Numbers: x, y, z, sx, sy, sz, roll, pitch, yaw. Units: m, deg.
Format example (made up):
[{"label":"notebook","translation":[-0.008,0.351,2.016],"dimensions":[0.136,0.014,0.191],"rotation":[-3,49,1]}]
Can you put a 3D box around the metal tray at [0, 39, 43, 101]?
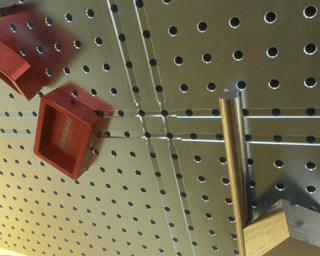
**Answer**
[{"label":"metal tray","translation":[-0.233,-0.101,0.436],"dimensions":[0.130,0.030,0.090],"rotation":[39,163,1]}]

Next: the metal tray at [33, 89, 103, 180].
[{"label":"metal tray","translation":[-0.150,0.014,0.492],"dimensions":[0.090,0.030,0.129],"rotation":[31,128,7]}]

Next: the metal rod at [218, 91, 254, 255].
[{"label":"metal rod","translation":[0.108,0.094,0.411],"dimensions":[0.025,0.025,0.298],"rotation":[1,119,27]}]

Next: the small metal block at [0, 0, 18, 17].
[{"label":"small metal block","translation":[-0.227,-0.172,0.405],"dimensions":[0.025,0.050,0.050],"rotation":[-28,104,37]}]

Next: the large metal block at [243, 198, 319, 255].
[{"label":"large metal block","translation":[0.162,0.141,0.381],"dimensions":[0.080,0.050,0.079],"rotation":[22,129,-10]}]
